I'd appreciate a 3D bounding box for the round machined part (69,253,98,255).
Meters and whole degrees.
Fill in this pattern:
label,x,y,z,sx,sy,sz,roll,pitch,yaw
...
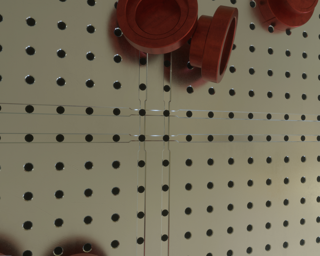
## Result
label,x,y,z,sx,sy,sz,roll,pitch,yaw
round machined part,-0.098,0.198,0.368,0.099,0.042,0.097,0,90,-21

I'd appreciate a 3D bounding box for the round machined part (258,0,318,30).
label,x,y,z,sx,sy,sz,roll,pitch,yaw
round machined part,0.205,-0.206,0.481,0.099,0.042,0.097,0,90,-21

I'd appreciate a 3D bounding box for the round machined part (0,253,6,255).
label,x,y,z,sx,sy,sz,roll,pitch,yaw
round machined part,-0.198,0.179,0.331,0.099,0.042,0.097,0,90,-21

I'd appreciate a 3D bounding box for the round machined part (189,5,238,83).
label,x,y,z,sx,sy,sz,roll,pitch,yaw
round machined part,0.069,-0.112,0.411,0.042,0.098,0.098,16,84,16

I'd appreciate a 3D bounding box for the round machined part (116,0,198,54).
label,x,y,z,sx,sy,sz,roll,pitch,yaw
round machined part,-0.002,-0.139,0.390,0.099,0.042,0.097,-1,81,6
